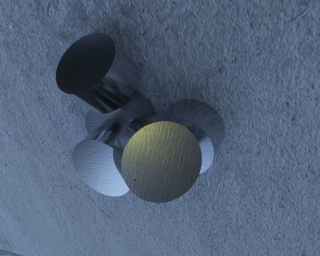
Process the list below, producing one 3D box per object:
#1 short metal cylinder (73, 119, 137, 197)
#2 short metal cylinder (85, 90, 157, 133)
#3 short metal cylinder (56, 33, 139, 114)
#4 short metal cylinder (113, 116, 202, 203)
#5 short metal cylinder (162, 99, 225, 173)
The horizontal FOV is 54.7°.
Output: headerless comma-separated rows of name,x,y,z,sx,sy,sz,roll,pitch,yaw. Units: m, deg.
short metal cylinder,-0.058,0.036,0.378,0.080,0.050,0.079,13,124,20
short metal cylinder,-0.051,-0.007,0.412,0.080,0.050,0.079,13,124,20
short metal cylinder,-0.073,-0.063,0.362,0.080,0.080,0.050,0,157,28
short metal cylinder,-0.004,0.030,0.318,0.080,0.080,0.050,61,169,-16
short metal cylinder,0.034,0.011,0.379,0.080,0.050,0.079,13,124,20
